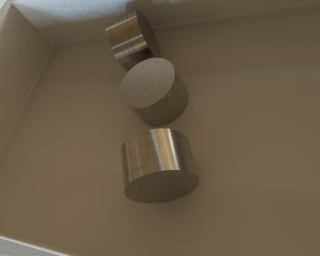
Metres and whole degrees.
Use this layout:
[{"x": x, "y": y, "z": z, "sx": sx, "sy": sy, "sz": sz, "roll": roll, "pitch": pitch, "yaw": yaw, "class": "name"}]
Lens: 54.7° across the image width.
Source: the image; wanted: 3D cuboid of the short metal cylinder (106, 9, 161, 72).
[{"x": -0.039, "y": -0.132, "z": 0.472, "sx": 0.050, "sy": 0.080, "sz": 0.080, "roll": -20, "pitch": 54, "yaw": 16, "class": "short metal cylinder"}]

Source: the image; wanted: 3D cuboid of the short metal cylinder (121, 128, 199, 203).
[{"x": -0.001, "y": 0.044, "z": 0.344, "sx": 0.080, "sy": 0.080, "sz": 0.050, "roll": -22, "pitch": 54, "yaw": 15, "class": "short metal cylinder"}]

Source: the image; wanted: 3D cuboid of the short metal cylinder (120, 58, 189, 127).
[{"x": -0.007, "y": -0.048, "z": 0.423, "sx": 0.080, "sy": 0.050, "sz": 0.080, "roll": -13, "pitch": 56, "yaw": 21, "class": "short metal cylinder"}]
